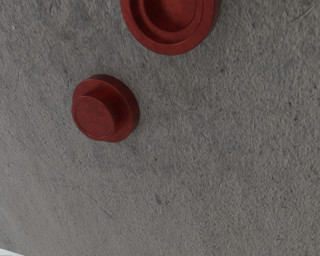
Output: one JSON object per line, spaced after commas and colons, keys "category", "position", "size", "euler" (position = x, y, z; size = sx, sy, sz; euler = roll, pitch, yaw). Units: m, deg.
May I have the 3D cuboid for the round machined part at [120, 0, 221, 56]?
{"category": "round machined part", "position": [0.013, -0.126, 0.311], "size": [0.098, 0.042, 0.097], "euler": [13, 124, 21]}

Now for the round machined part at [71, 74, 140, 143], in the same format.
{"category": "round machined part", "position": [-0.081, -0.021, 0.426], "size": [0.098, 0.042, 0.097], "euler": [13, 124, 21]}
